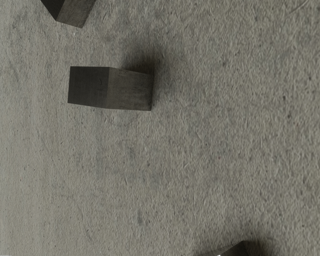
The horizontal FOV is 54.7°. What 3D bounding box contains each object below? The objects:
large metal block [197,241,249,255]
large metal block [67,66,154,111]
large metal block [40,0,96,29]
[{"bbox_3d":[0.064,0.180,0.336,0.080,0.050,0.080,-36,68,34],"label":"large metal block"},{"bbox_3d":[-0.067,-0.053,0.425,0.080,0.081,0.050,10,97,39],"label":"large metal block"},{"bbox_3d":[-0.151,-0.227,0.513,0.080,0.050,0.080,52,120,27],"label":"large metal block"}]
